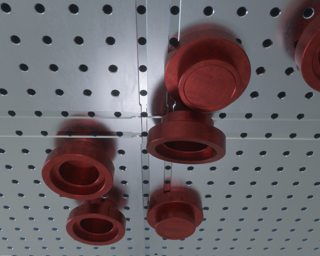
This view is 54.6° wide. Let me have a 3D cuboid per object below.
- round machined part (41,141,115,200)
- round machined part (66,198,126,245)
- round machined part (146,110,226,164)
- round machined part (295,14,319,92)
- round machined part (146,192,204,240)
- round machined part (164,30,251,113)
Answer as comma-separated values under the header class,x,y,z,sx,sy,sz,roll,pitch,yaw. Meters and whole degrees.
class,x,y,z,sx,sy,sz,roll,pitch,yaw
round machined part,-0.115,0.058,0.448,0.099,0.042,0.097,0,130,0
round machined part,-0.107,0.158,0.534,0.099,0.042,0.097,0,130,0
round machined part,0.033,0.011,0.394,0.098,0.042,0.098,5,156,2
round machined part,0.193,-0.087,0.328,0.099,0.042,0.097,0,130,0
round machined part,0.026,0.156,0.533,0.099,0.042,0.097,0,130,0
round machined part,0.054,-0.057,0.353,0.099,0.042,0.097,0,130,0
